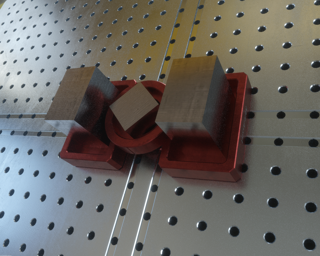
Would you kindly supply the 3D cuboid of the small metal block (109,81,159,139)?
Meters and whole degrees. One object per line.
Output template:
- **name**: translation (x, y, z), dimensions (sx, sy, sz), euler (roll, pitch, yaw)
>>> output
- **small metal block**: translation (-0.028, -0.022, 0.384), dimensions (0.050, 0.025, 0.050), euler (-39, 51, 2)

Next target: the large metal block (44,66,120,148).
- **large metal block**: translation (-0.097, -0.026, 0.423), dimensions (0.050, 0.080, 0.080), euler (1, 62, 29)

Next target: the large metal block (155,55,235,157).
- **large metal block**: translation (0.044, -0.022, 0.346), dimensions (0.050, 0.080, 0.080), euler (2, 63, 29)

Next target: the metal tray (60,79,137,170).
- **metal tray**: translation (-0.082, -0.007, 0.452), dimensions (0.090, 0.030, 0.130), euler (1, 62, 28)

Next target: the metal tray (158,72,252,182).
- **metal tray**: translation (0.057, -0.004, 0.377), dimensions (0.090, 0.030, 0.130), euler (0, 61, 28)

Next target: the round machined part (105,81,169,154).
- **round machined part**: translation (-0.018, -0.010, 0.402), dimensions (0.098, 0.042, 0.098), euler (-13, 56, 21)
